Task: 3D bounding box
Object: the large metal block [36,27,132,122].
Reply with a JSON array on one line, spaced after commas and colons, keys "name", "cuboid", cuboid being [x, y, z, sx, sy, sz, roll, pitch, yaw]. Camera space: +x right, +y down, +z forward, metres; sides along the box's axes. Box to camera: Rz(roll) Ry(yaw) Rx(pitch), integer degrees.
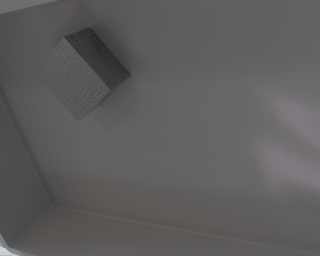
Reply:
[{"name": "large metal block", "cuboid": [-0.099, -0.068, 0.403, 0.080, 0.050, 0.080, 49, 129, -7]}]
